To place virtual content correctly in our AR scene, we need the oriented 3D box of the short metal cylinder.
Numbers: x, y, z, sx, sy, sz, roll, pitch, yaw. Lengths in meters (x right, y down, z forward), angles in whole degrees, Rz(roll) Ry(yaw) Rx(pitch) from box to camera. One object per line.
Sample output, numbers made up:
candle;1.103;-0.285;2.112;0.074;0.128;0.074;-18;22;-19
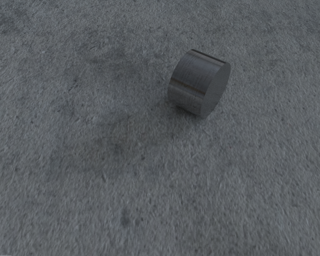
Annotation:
short metal cylinder;0.054;-0.060;0.418;0.050;0.080;0.080;28;55;21
